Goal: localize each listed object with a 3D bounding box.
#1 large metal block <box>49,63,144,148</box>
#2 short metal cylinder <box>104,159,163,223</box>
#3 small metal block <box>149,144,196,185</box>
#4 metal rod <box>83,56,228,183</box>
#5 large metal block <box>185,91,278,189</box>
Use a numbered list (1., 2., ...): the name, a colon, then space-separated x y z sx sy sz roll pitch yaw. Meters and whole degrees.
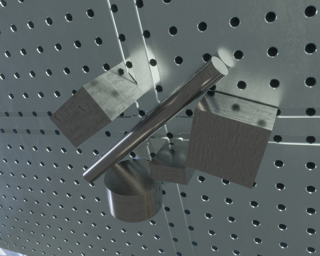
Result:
1. large metal block: -0.080 -0.029 0.399 0.080 0.080 0.050 -32 101 38
2. short metal cylinder: -0.037 0.089 0.448 0.080 0.080 0.050 11 123 22
3. small metal block: 0.020 0.047 0.413 0.050 0.050 0.025 5 121 25
4. metal rod: -0.026 0.006 0.427 0.025 0.025 0.299 47 129 -5
5. large metal block: 0.080 0.012 0.356 0.080 0.050 0.079 18 125 17
